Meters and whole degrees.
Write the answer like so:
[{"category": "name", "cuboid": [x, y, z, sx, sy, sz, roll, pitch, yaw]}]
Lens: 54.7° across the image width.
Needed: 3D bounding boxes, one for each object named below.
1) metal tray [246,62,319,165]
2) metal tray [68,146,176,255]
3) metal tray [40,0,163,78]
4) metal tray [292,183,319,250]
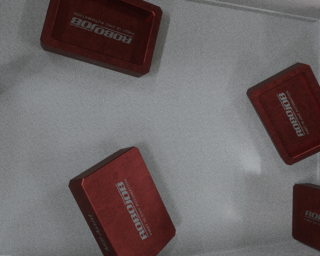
[{"category": "metal tray", "cuboid": [0.200, -0.020, 0.462, 0.090, 0.030, 0.130, -29, 101, 12]}, {"category": "metal tray", "cuboid": [-0.040, 0.099, 0.374, 0.091, 0.030, 0.129, -32, 102, -45]}, {"category": "metal tray", "cuboid": [-0.070, -0.124, 0.382, 0.131, 0.030, 0.090, 14, 85, -20]}, {"category": "metal tray", "cuboid": [0.253, 0.136, 0.451, 0.030, 0.130, 0.089, 1, 90, -20]}]
